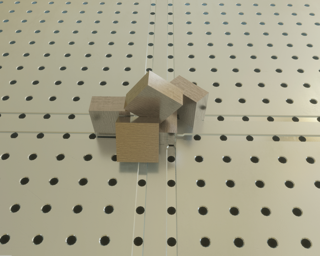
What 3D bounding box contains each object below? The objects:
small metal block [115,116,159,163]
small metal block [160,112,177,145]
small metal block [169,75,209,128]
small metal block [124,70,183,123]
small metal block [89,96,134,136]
[{"bbox_3d":[-0.026,0.014,0.377,0.050,0.050,0.025,1,18,1],"label":"small metal block"},{"bbox_3d":[-0.003,-0.006,0.412,0.050,0.025,0.050,2,50,0],"label":"small metal block"},{"bbox_3d":[0.036,-0.036,0.422,0.050,0.050,0.025,36,58,26],"label":"small metal block"},{"bbox_3d":[-0.008,-0.034,0.375,0.050,0.050,0.025,27,45,-26],"label":"small metal block"},{"bbox_3d":[-0.061,-0.014,0.403,0.050,0.050,0.025,1,51,1],"label":"small metal block"}]
